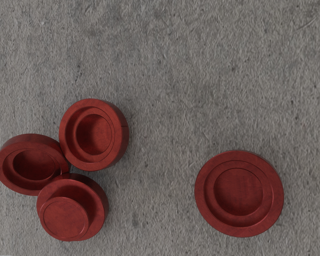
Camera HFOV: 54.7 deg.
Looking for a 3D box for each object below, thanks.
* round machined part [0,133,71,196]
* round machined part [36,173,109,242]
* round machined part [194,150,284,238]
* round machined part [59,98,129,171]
[{"bbox_3d":[-0.178,0.048,0.445,0.099,0.042,0.097,-3,122,-5],"label":"round machined part"},{"bbox_3d":[-0.124,0.116,0.427,0.099,0.042,0.097,2,107,6],"label":"round machined part"},{"bbox_3d":[0.093,0.074,0.367,0.098,0.042,0.097,0,90,20],"label":"round machined part"},{"bbox_3d":[-0.087,0.009,0.431,0.098,0.042,0.097,0,90,20],"label":"round machined part"}]
